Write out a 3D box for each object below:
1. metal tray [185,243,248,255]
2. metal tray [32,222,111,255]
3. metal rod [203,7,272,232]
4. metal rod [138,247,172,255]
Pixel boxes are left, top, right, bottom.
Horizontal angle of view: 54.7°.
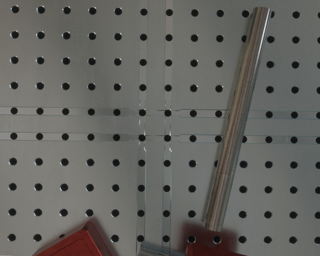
[{"bbox_3d":[0.064,0.213,0.388,0.091,0.030,0.129,13,111,0],"label":"metal tray"},{"bbox_3d":[-0.102,0.205,0.409,0.090,0.030,0.130,-30,90,-1],"label":"metal tray"},{"bbox_3d":[0.104,-0.012,0.414,0.025,0.025,0.298,13,90,-1],"label":"metal rod"},{"bbox_3d":[0.115,0.214,0.415,0.302,0.025,0.025,17,90,-1],"label":"metal rod"}]
